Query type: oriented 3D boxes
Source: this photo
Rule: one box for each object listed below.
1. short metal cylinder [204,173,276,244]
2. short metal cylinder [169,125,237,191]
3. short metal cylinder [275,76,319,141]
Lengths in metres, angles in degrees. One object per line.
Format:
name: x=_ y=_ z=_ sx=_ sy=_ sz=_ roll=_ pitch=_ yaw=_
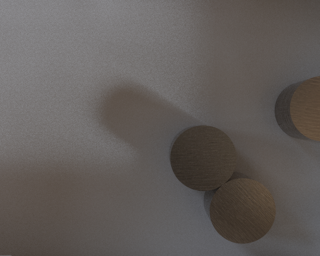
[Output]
short metal cylinder: x=0.100 y=0.100 z=0.400 sx=0.081 sy=0.050 sz=0.079 roll=0 pitch=90 yaw=-1
short metal cylinder: x=0.053 y=0.036 z=0.400 sx=0.081 sy=0.050 sz=0.079 roll=0 pitch=90 yaw=-1
short metal cylinder: x=0.198 y=-0.024 z=0.402 sx=0.081 sy=0.050 sz=0.079 roll=0 pitch=90 yaw=-1
